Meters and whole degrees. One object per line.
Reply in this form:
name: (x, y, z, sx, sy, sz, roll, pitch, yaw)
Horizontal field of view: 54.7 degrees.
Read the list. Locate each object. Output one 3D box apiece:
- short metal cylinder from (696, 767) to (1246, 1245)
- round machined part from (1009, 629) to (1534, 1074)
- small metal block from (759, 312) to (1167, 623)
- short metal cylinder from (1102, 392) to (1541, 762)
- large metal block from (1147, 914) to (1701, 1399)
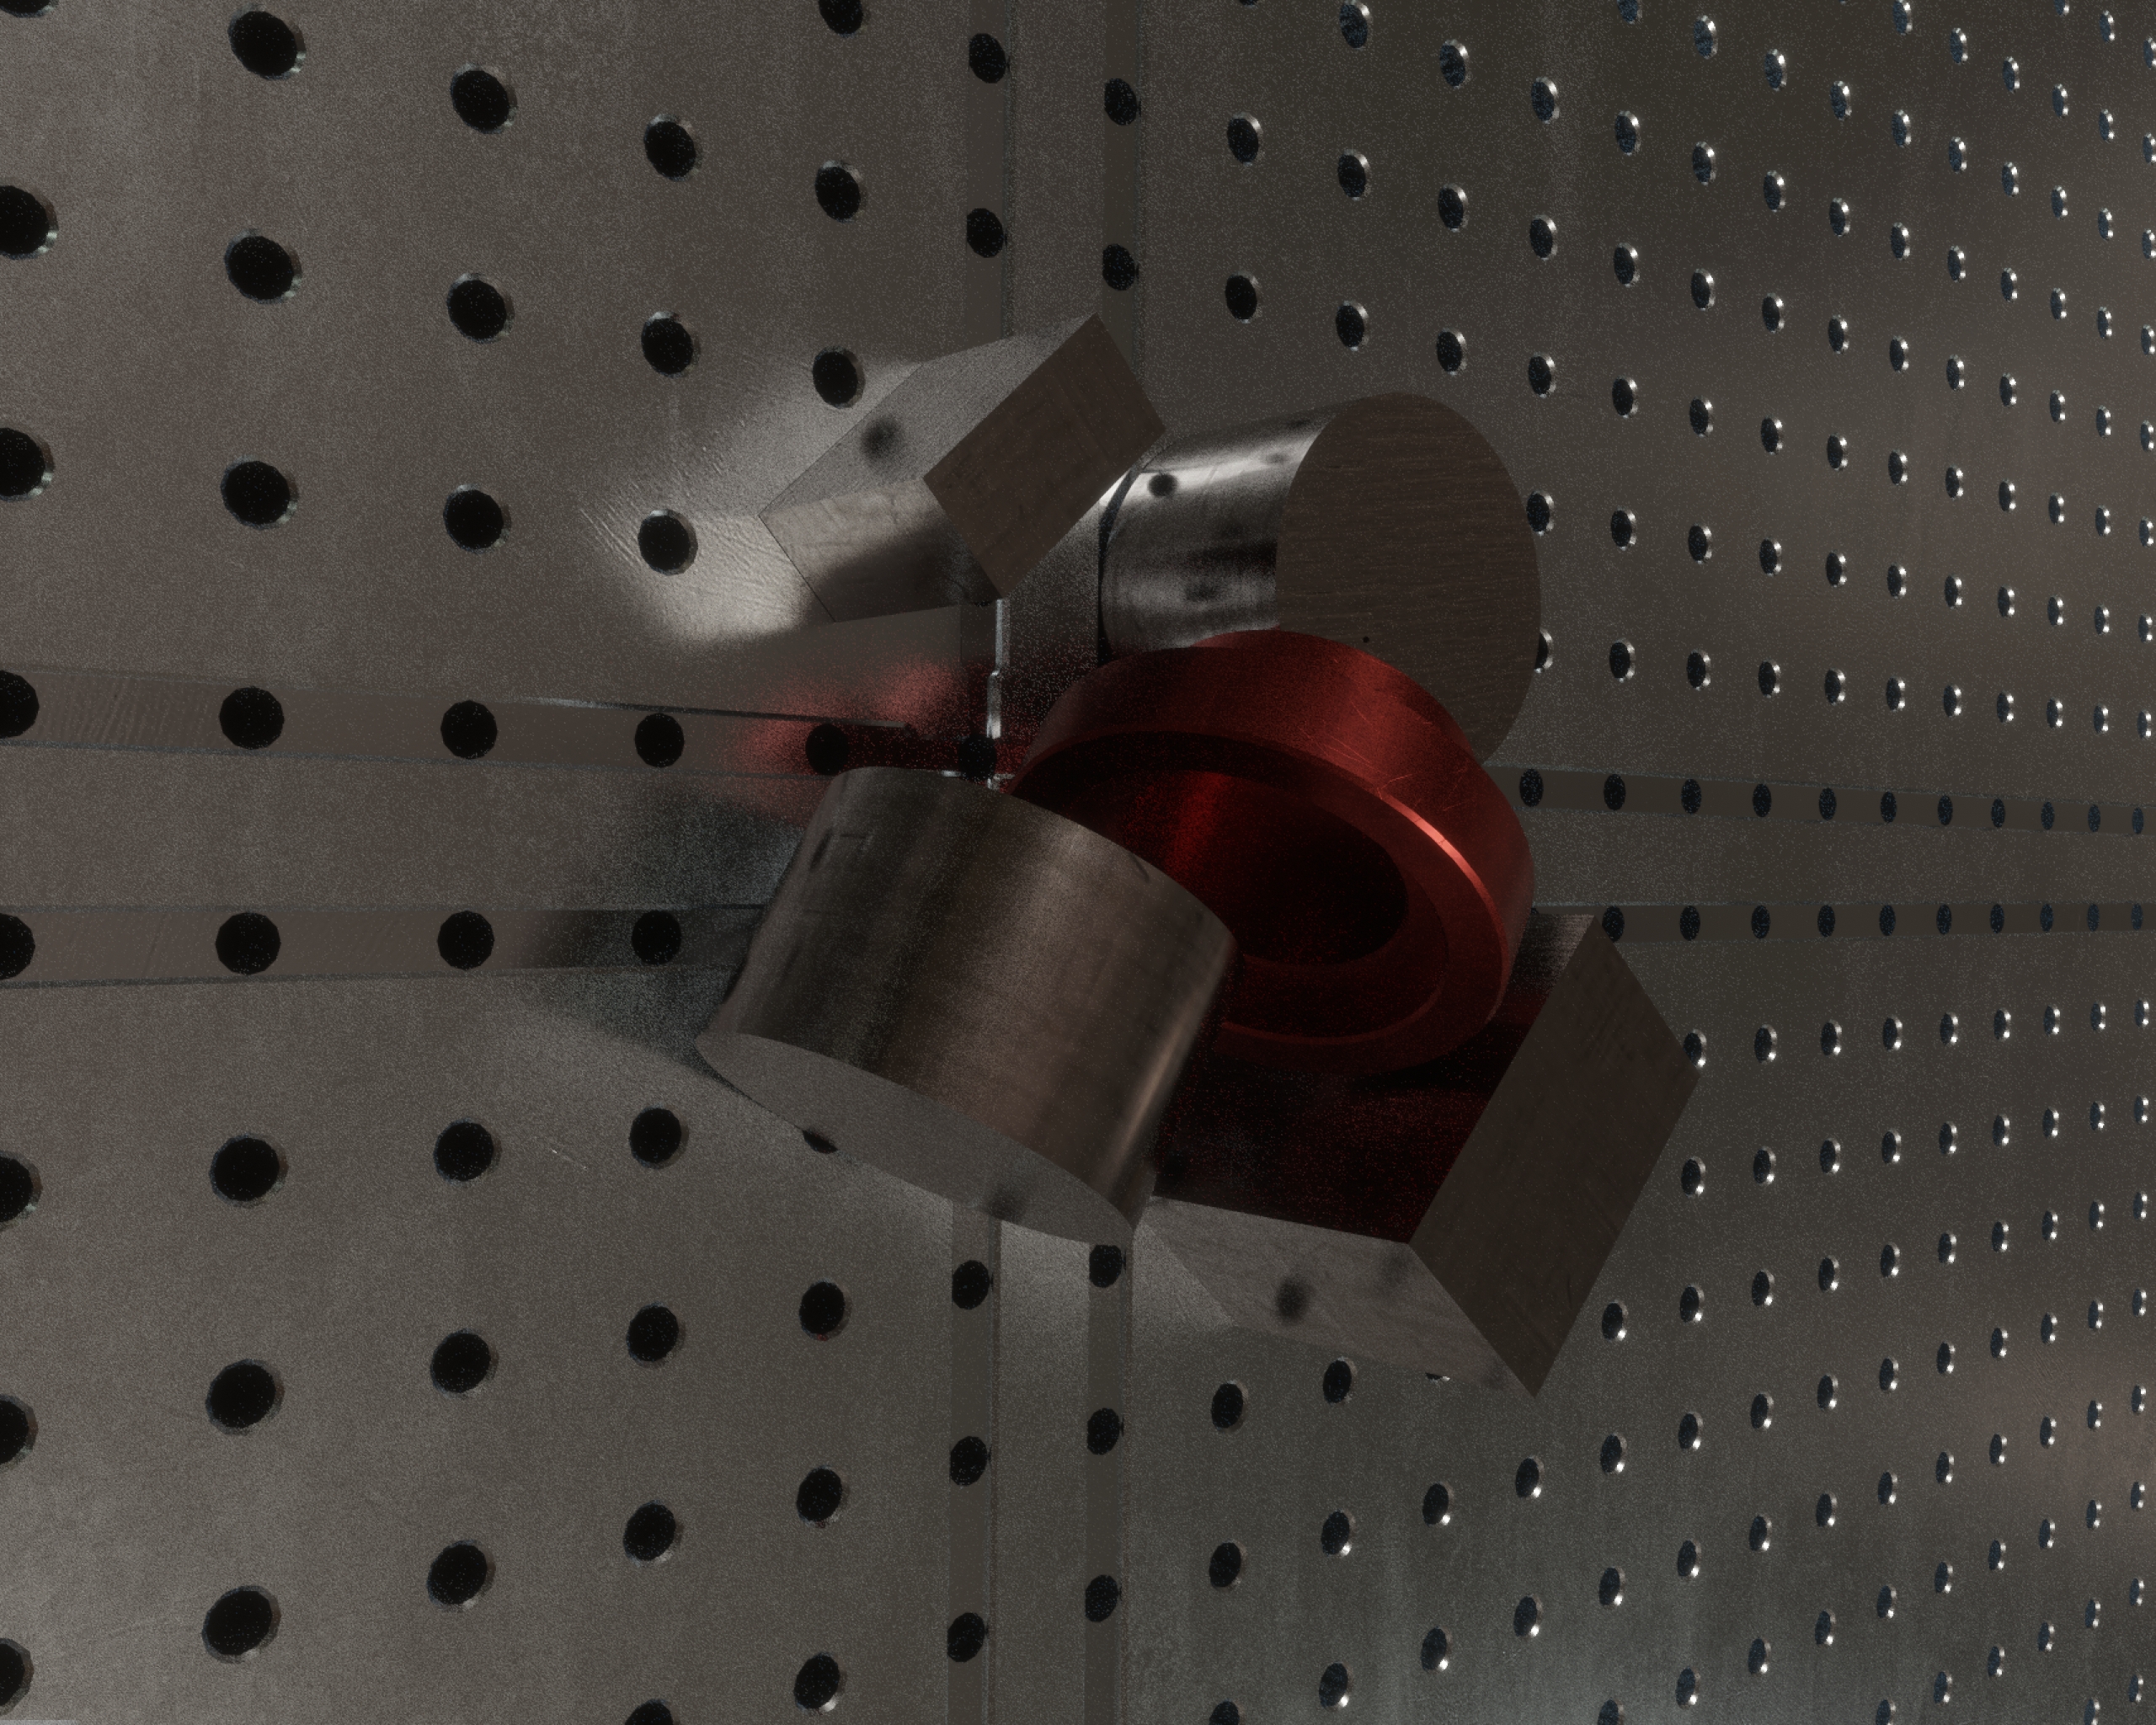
short metal cylinder: (-0.018, 0.026, 0.360, 0.080, 0.080, 0.050, 38, 67, -34)
round machined part: (0.038, -0.006, 0.396, 0.098, 0.098, 0.042, 49, 49, -30)
small metal block: (-0.021, -0.070, 0.377, 0.050, 0.050, 0.025, -50, 120, -29)
short metal cylinder: (0.052, -0.054, 0.438, 0.081, 0.050, 0.079, 0, 90, -40)
large metal block: (0.068, 0.056, 0.434, 0.050, 0.080, 0.080, 51, 60, -28)
